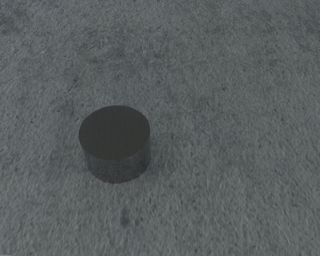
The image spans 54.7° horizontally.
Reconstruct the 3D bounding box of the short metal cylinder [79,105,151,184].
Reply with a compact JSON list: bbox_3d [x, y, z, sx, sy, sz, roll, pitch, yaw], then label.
[{"bbox_3d":[-0.052,0.019,0.370,0.081,0.050,0.080,0,50,0],"label":"short metal cylinder"}]
